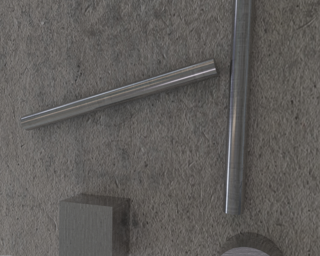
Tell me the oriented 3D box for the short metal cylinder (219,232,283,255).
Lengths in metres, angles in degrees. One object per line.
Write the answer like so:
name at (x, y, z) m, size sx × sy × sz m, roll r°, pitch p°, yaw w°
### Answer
short metal cylinder at (0.105, 0.169, 0.359) m, size 0.080 × 0.050 × 0.079 m, roll 0°, pitch 90°, yaw 20°

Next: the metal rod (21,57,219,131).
metal rod at (-0.068, -0.042, 0.432) m, size 0.301 × 0.025 × 0.025 m, roll -14°, pitch 86°, yaw 19°

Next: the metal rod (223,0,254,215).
metal rod at (0.096, -0.047, 0.374) m, size 0.025 × 0.025 × 0.298 m, roll 3°, pitch 91°, yaw 20°

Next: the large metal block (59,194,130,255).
large metal block at (-0.089, 0.139, 0.427) m, size 0.080 × 0.050 × 0.079 m, roll 1°, pitch 90°, yaw 20°
